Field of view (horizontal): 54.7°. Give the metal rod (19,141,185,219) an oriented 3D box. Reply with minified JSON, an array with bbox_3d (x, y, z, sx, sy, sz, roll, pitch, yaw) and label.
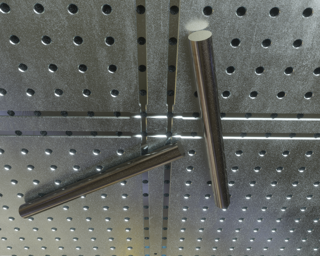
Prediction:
[{"bbox_3d":[-0.101,0.086,0.483,0.300,0.025,0.025,-23,126,18],"label":"metal rod"}]

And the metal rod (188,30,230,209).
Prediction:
[{"bbox_3d":[0.073,0.013,0.423,0.025,0.025,0.299,-9,130,8],"label":"metal rod"}]
